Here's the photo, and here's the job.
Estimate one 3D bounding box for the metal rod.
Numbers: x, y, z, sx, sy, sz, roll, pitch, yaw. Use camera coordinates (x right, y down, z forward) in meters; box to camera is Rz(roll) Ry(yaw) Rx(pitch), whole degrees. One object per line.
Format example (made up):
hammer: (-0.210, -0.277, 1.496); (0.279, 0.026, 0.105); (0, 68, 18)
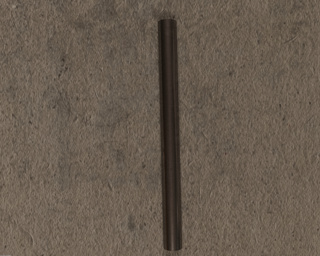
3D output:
metal rod: (0.013, 0.009, 0.410); (0.025, 0.025, 0.298); (-1, 90, -1)
